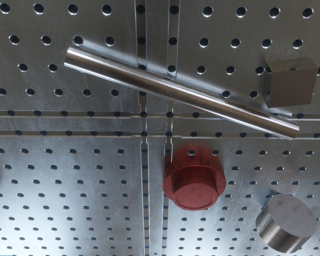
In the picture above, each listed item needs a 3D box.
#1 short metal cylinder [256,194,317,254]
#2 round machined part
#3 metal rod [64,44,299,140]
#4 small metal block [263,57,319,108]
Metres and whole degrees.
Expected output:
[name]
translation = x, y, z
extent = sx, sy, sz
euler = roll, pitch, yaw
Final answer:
[short metal cylinder]
translation = 0.207, 0.157, 0.511
extent = 0.081, 0.080, 0.050
euler = 9, 130, -8
[round machined part]
translation = 0.053, 0.091, 0.479
extent = 0.099, 0.042, 0.097
euler = 0, 130, 0
[metal rod]
translation = 0.038, -0.038, 0.379
extent = 0.302, 0.025, 0.025
euler = 17, 128, -14
[small metal block]
translation = 0.153, -0.053, 0.368
extent = 0.050, 0.025, 0.050
euler = -6, 130, 4
